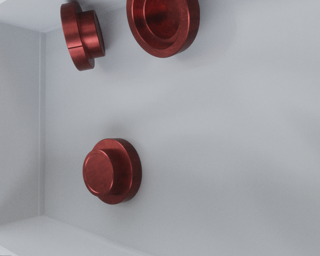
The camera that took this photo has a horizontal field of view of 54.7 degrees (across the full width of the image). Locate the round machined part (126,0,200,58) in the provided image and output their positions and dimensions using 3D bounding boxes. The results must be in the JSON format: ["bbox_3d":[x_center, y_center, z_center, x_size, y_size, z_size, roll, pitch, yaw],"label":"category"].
[{"bbox_3d":[0.008,-0.138,0.372,0.098,0.042,0.097,25,130,34],"label":"round machined part"}]

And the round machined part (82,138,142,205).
[{"bbox_3d":[-0.077,0.064,0.457,0.098,0.042,0.097,0,90,39],"label":"round machined part"}]

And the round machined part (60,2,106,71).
[{"bbox_3d":[-0.110,-0.137,0.460,0.042,0.098,0.098,-12,81,-1],"label":"round machined part"}]
